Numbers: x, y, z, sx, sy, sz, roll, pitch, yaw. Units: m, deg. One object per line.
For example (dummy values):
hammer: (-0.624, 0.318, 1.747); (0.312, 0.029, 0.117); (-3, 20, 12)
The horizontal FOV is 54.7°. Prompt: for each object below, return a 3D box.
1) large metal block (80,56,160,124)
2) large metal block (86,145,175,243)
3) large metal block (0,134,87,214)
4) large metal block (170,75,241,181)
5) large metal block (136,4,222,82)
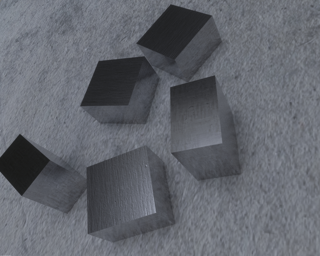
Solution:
large metal block: (-0.056, -0.053, 0.448); (0.080, 0.050, 0.080); (1, 62, 28)
large metal block: (-0.036, 0.077, 0.358); (0.080, 0.050, 0.080); (-21, 54, 15)
large metal block: (-0.154, 0.061, 0.410); (0.080, 0.080, 0.050); (28, 77, 37)
large metal block: (0.050, 0.003, 0.339); (0.050, 0.080, 0.080); (-13, 57, 21)
large metal block: (0.028, -0.124, 0.448); (0.080, 0.050, 0.080); (33, 80, 38)
